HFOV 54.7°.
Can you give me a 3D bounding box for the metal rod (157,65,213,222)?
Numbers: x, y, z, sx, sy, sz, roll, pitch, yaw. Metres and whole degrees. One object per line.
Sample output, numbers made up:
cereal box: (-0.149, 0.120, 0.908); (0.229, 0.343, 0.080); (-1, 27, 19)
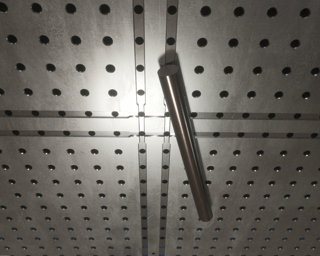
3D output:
metal rod: (0.045, 0.044, 0.449); (0.025, 0.025, 0.299); (-11, 130, 9)
